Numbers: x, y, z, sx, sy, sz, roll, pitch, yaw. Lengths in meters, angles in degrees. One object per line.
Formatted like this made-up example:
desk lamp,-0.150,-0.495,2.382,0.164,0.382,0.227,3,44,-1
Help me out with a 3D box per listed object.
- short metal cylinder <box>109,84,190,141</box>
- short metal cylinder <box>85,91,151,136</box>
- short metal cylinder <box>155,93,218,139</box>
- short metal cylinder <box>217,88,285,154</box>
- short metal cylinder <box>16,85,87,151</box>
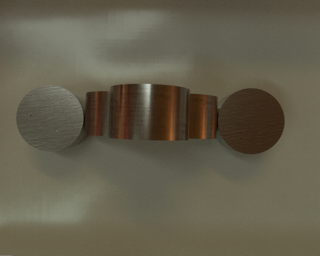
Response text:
short metal cylinder,-0.010,-0.014,0.313,0.081,0.080,0.050,2,90,0
short metal cylinder,-0.051,-0.016,0.381,0.081,0.080,0.050,2,90,0
short metal cylinder,0.030,-0.013,0.382,0.081,0.080,0.050,2,90,0
short metal cylinder,0.110,-0.008,0.398,0.081,0.050,0.080,0,90,0
short metal cylinder,-0.132,-0.012,0.396,0.081,0.050,0.080,0,90,0
